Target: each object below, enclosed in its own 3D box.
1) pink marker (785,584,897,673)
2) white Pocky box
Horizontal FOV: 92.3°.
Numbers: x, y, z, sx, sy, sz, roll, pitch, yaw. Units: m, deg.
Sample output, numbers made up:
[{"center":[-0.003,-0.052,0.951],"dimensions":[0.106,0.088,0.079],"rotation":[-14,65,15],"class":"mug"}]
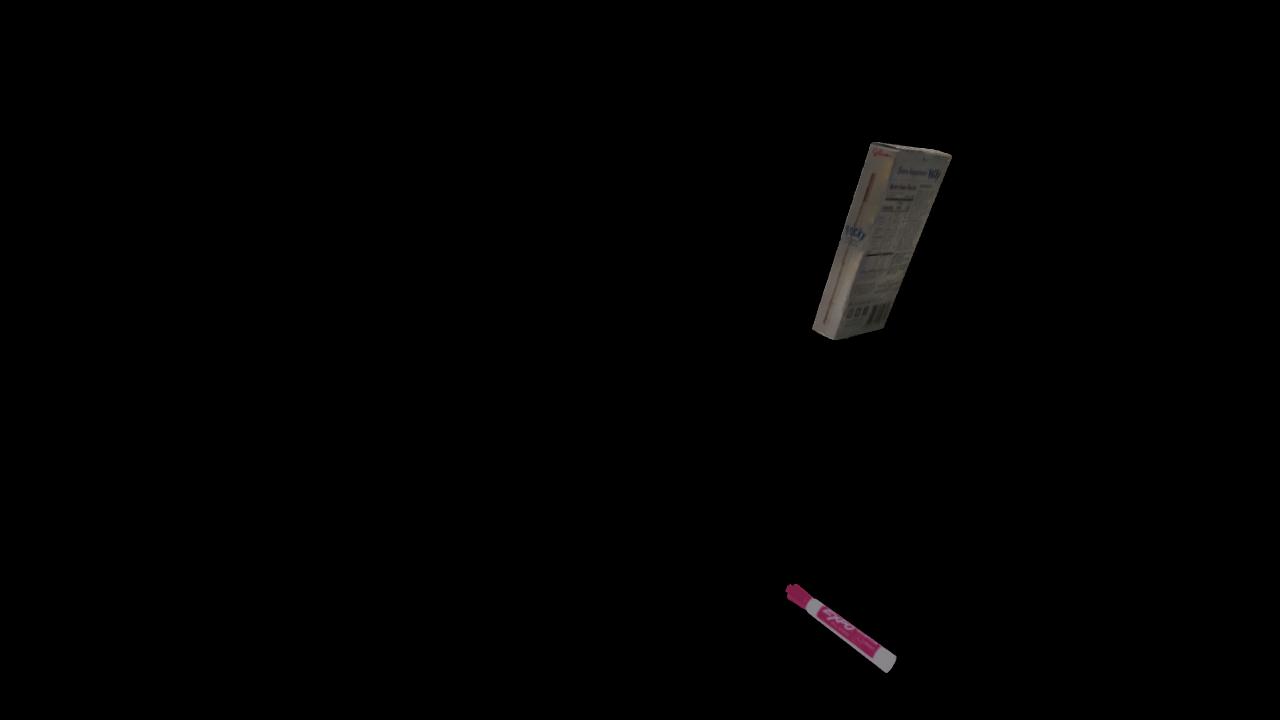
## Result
[{"center":[0.199,0.268,0.624],"dimensions":[0.020,0.020,0.121],"rotation":[0,22,-46],"class":"pink marker"},{"center":[0.195,-0.093,0.500],"dimensions":[0.084,0.154,0.028],"rotation":[-11,34,-38],"class":"white Pocky box"}]
